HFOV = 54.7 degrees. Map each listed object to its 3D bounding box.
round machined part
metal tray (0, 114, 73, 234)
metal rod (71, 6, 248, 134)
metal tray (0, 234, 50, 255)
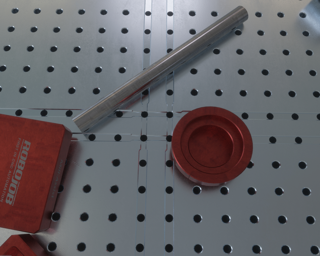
[{"bbox_3d":[0.063,0.025,0.394,0.099,0.042,0.098,0,70,0],"label":"round machined part"},{"bbox_3d":[-0.170,0.054,0.380,0.091,0.030,0.129,10,77,3],"label":"metal tray"},{"bbox_3d":[0.008,-0.090,0.444,0.301,0.025,0.025,-36,74,-13],"label":"metal rod"},{"bbox_3d":[-0.170,0.193,0.332,0.090,0.030,0.130,41,78,13],"label":"metal tray"}]
